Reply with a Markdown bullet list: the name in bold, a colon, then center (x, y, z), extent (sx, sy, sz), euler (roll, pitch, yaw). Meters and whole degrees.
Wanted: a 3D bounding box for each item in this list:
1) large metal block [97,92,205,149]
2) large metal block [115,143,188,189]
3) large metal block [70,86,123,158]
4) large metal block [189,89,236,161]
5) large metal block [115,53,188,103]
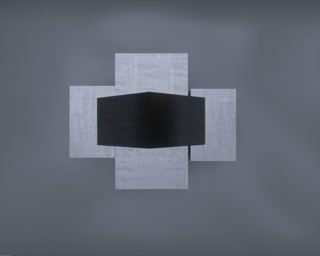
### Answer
- **large metal block**: center (-0.009, -0.007, 0.326), extent (0.081, 0.080, 0.050), euler (0, 90, -45)
- **large metal block**: center (-0.009, 0.043, 0.383), extent (0.081, 0.080, 0.050), euler (0, 90, 0)
- **large metal block**: center (-0.075, -0.007, 0.383), extent (0.050, 0.080, 0.080), euler (0, 90, 0)
- **large metal block**: center (0.058, -0.004, 0.381), extent (0.050, 0.080, 0.080), euler (0, 90, -1)
- **large metal block**: center (-0.009, -0.058, 0.382), extent (0.081, 0.080, 0.050), euler (0, 90, 0)
